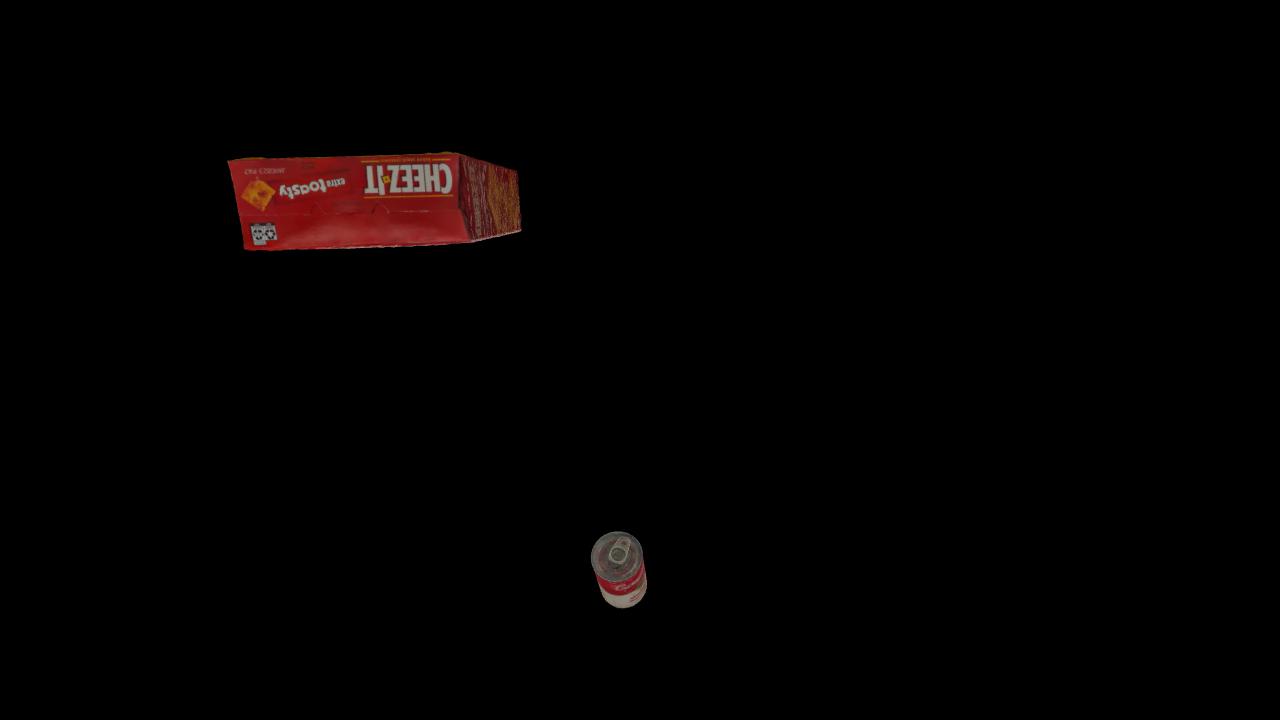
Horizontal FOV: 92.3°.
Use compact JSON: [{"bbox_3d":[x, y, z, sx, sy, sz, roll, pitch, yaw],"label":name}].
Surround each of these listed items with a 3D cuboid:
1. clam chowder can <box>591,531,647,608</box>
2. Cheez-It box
[{"bbox_3d":[-0.026,0.284,0.827,0.068,0.068,0.102,0,-41,5],"label":"clam chowder can"},{"bbox_3d":[-0.204,-0.135,0.534,0.166,0.071,0.223,-3,14,0],"label":"Cheez-It box"}]
